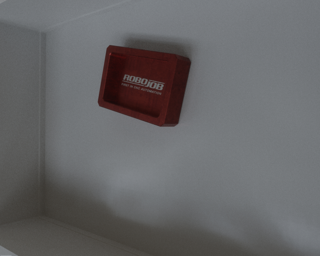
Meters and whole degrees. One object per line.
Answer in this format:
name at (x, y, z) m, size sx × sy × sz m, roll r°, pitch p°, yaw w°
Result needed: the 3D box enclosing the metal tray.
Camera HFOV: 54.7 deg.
metal tray at (-0.027, -0.060, 0.423) m, size 0.130 × 0.030 × 0.089 m, roll 19°, pitch 102°, yaw 38°
